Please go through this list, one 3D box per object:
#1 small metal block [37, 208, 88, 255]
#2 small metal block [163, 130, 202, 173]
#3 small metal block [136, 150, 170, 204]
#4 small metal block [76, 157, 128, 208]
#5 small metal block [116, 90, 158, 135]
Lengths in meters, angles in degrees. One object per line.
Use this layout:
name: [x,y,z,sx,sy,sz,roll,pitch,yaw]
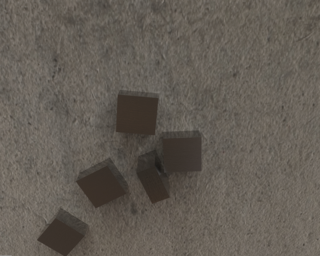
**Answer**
small metal block: [-0.146,0.157,0.466,0.050,0.025,0.050,37,106,-13]
small metal block: [0.030,0.032,0.422,0.050,0.025,0.050,-2,110,0]
small metal block: [-0.009,0.065,0.420,0.025,0.050,0.050,-22,109,7]
small metal block: [-0.081,0.078,0.437,0.050,0.025,0.050,-27,108,9]
small metal block: [-0.029,-0.020,0.402,0.050,0.025,0.050,5,110,-3]
